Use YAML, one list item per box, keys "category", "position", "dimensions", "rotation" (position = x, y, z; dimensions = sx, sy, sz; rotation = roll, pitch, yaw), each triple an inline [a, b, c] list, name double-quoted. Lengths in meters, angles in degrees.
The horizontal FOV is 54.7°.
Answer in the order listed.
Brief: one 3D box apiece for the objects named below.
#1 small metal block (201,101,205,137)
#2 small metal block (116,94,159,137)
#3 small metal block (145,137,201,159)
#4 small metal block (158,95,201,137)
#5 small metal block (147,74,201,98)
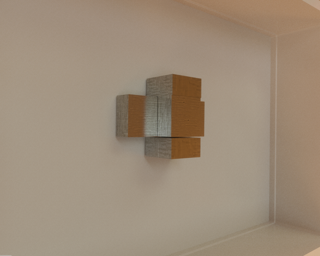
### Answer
- category: "small metal block"
  position: [0.036, -0.013, 0.434]
  dimensions: [0.050, 0.025, 0.050]
  rotation: [1, 90, -40]
- category: "small metal block"
  position: [-0.025, -0.014, 0.382]
  dimensions: [0.050, 0.025, 0.050]
  rotation: [1, 90, -40]
- category: "small metal block"
  position: [0.017, 0.024, 0.400]
  dimensions: [0.050, 0.050, 0.025]
  rotation: [1, 90, -40]
- category: "small metal block"
  position: [0.025, -0.014, 0.391]
  dimensions: [0.050, 0.025, 0.050]
  rotation: [1, 90, -40]
- category: "small metal block"
  position: [0.018, -0.052, 0.402]
  dimensions: [0.050, 0.050, 0.025]
  rotation: [1, 90, -40]
